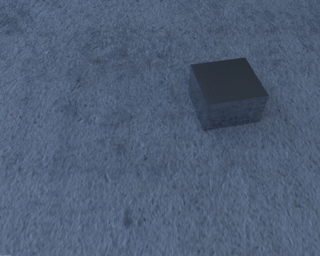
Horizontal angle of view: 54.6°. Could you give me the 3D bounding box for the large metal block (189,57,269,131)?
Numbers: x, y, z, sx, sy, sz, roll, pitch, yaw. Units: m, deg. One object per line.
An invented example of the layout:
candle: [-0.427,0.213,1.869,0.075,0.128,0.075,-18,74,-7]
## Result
large metal block: [0.090,-0.048,0.428,0.080,0.050,0.080,-9,51,-8]
